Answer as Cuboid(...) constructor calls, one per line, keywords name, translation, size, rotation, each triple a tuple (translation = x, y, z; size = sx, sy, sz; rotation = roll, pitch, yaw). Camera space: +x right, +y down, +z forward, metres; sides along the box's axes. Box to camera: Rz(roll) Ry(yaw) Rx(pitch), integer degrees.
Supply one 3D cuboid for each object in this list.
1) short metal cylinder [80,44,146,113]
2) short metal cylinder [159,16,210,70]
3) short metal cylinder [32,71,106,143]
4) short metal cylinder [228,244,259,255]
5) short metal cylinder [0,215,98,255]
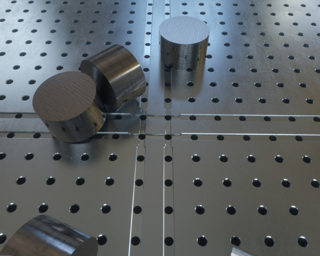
Cuboid(name="short metal cylinder", translation=(-0.065, -0.068, 0.428), size=(0.050, 0.080, 0.080), rotation=(-36, 59, -27))
Cuboid(name="short metal cylinder", translation=(0.038, -0.141, 0.510), size=(0.081, 0.050, 0.080), rotation=(0, 50, 0))
Cuboid(name="short metal cylinder", translation=(-0.116, -0.028, 0.406), size=(0.080, 0.050, 0.080), rotation=(-3, 57, 5))
Cuboid(name="short metal cylinder", translation=(0.069, 0.144, 0.252), size=(0.050, 0.080, 0.080), rotation=(21, 53, 16))
Cuboid(name="short metal cylinder", translation=(-0.097, 0.123, 0.267), size=(0.050, 0.080, 0.080), rotation=(20, 53, 15))
